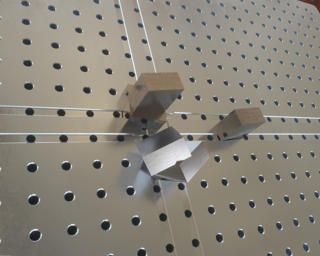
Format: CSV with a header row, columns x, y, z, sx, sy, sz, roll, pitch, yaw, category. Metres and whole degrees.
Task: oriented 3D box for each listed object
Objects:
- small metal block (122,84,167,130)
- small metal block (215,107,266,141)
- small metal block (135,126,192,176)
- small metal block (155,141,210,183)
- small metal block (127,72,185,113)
x,y,z,sx,sy,sz,roll,pitch,yaw,category
-0.022,-0.027,0.415,0.050,0.025,0.050,7,59,-25,small metal block
0.119,-0.006,0.463,0.050,0.050,0.025,-7,65,-32,small metal block
0.003,0.025,0.365,0.050,0.050,0.025,-26,109,-6,small metal block
0.024,0.040,0.378,0.050,0.050,0.025,-40,115,-39,small metal block
-0.006,-0.044,0.385,0.050,0.050,0.025,-7,66,-32,small metal block
